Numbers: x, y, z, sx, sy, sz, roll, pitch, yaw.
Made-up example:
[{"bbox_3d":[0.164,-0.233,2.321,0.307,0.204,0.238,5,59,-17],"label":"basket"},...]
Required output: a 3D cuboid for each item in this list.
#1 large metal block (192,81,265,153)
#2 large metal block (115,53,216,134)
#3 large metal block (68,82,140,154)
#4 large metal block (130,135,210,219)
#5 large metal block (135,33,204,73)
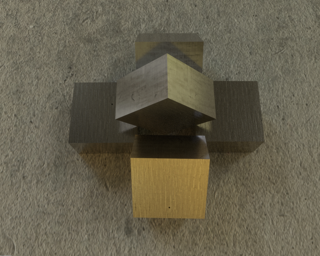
[{"bbox_3d":[0.082,-0.013,0.399,0.081,0.050,0.080,0,70,-1],"label":"large metal block"},{"bbox_3d":[0.007,-0.033,0.357,0.080,0.080,0.050,-19,64,40],"label":"large metal block"},{"bbox_3d":[-0.067,-0.012,0.399,0.081,0.050,0.080,0,70,-1],"label":"large metal block"},{"bbox_3d":[0.011,0.055,0.354,0.081,0.079,0.050,1,27,1],"label":"large metal block"},{"bbox_3d":[0.011,-0.094,0.408,0.081,0.080,0.050,0,114,0],"label":"large metal block"}]
